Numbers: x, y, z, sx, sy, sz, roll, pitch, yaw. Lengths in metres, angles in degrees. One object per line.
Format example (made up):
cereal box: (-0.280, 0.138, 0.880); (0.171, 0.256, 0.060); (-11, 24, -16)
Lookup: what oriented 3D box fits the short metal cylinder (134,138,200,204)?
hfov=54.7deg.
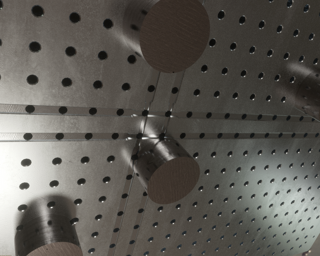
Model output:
short metal cylinder: (0.009, 0.061, 0.439); (0.081, 0.050, 0.079); (-14, 125, -21)

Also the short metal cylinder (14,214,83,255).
short metal cylinder: (-0.150, 0.164, 0.415); (0.081, 0.050, 0.079); (-14, 125, -21)

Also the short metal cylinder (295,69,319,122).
short metal cylinder: (0.275, -0.053, 0.516); (0.081, 0.050, 0.079); (-14, 124, -21)

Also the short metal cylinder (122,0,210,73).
short metal cylinder: (0.006, -0.106, 0.334); (0.081, 0.050, 0.079); (-14, 125, -21)
